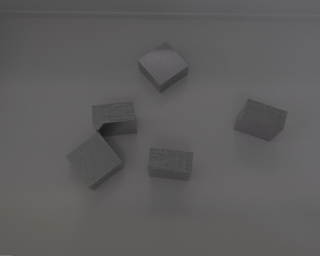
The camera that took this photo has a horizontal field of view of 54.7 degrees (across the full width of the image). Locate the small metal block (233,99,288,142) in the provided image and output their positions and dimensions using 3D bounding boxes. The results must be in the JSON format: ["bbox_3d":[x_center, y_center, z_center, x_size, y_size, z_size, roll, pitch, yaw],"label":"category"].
[{"bbox_3d":[0.128,-0.009,0.400,0.050,0.050,0.025,20,72,7],"label":"small metal block"}]

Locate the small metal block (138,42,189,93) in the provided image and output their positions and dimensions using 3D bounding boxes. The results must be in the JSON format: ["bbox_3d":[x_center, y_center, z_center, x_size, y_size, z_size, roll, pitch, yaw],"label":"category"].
[{"bbox_3d":[0.005,-0.086,0.441,0.050,0.025,0.050,-36,74,-12],"label":"small metal block"}]

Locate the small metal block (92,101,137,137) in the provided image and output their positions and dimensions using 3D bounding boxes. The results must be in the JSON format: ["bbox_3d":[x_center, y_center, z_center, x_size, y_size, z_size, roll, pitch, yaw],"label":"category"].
[{"bbox_3d":[-0.057,-0.010,0.400,0.050,0.050,0.025,-6,70,-2],"label":"small metal block"}]

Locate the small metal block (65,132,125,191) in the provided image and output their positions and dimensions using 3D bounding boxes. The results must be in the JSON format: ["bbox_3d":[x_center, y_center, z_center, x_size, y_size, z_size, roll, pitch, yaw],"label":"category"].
[{"bbox_3d":[-0.082,0.043,0.393,0.050,0.025,0.050,-38,75,-13],"label":"small metal block"}]

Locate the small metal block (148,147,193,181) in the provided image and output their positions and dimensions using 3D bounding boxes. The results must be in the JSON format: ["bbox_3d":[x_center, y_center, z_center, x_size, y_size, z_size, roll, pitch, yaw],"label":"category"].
[{"bbox_3d":[0.012,0.046,0.380,0.050,0.050,0.025,6,70,2],"label":"small metal block"}]
